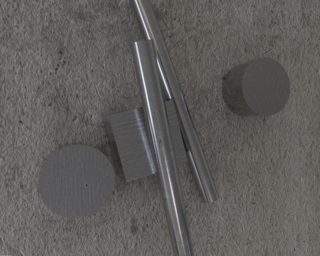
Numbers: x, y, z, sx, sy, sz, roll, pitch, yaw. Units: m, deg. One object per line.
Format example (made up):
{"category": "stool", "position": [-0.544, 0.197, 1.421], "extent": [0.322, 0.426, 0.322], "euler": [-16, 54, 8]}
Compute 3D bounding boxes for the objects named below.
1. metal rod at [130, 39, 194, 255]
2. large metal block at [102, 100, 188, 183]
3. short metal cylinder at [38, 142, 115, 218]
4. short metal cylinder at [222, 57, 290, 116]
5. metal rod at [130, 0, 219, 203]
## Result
{"category": "metal rod", "position": [0.009, 0.052, 0.359], "extent": [0.025, 0.025, 0.298], "euler": [-16, 103, -19]}
{"category": "large metal block", "position": [-0.020, 0.014, 0.389], "extent": [0.081, 0.050, 0.080], "euler": [-16, 96, -20]}
{"category": "short metal cylinder", "position": [-0.097, 0.058, 0.360], "extent": [0.081, 0.050, 0.080], "euler": [0, 90, -20]}
{"category": "short metal cylinder", "position": [0.137, -0.057, 0.447], "extent": [0.081, 0.050, 0.080], "euler": [0, 90, -20]}
{"category": "metal rod", "position": [0.020, -0.040, 0.416], "extent": [0.025, 0.025, 0.298], "euler": [-23, 98, -19]}
